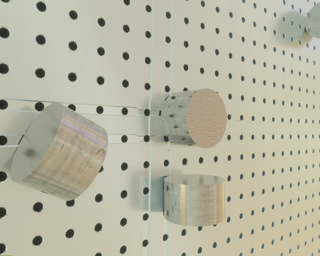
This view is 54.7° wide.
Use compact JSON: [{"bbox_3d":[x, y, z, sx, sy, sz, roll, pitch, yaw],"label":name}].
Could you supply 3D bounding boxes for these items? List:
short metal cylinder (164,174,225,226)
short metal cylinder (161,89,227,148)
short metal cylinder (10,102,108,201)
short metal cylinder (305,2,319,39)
[{"bbox_3d":[0.046,0.093,0.411,0.081,0.080,0.050,-1,91,-40],"label":"short metal cylinder"},{"bbox_3d":[0.048,-0.013,0.432,0.081,0.050,0.079,0,90,-40],"label":"short metal cylinder"},{"bbox_3d":[-0.095,0.022,0.294,0.050,0.080,0.080,34,69,-35],"label":"short metal cylinder"},{"bbox_3d":[0.373,-0.235,0.685,0.050,0.080,0.079,0,90,-40],"label":"short metal cylinder"}]
